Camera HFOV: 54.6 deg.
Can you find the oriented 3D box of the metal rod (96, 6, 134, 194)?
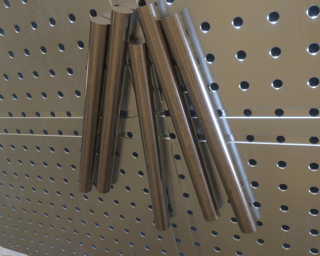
[{"bbox_3d":[-0.069,-0.016,0.439,0.025,0.025,0.298,23,127,14],"label":"metal rod"}]

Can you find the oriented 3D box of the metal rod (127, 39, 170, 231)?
[{"bbox_3d":[-0.011,0.029,0.435,0.025,0.025,0.298,8,122,24],"label":"metal rod"}]

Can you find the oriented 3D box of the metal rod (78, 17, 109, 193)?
[{"bbox_3d":[-0.101,-0.012,0.457,0.025,0.025,0.298,24,127,13],"label":"metal rod"}]

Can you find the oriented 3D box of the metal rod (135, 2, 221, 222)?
[{"bbox_3d":[0.030,-0.003,0.394,0.025,0.025,0.299,-5,116,31],"label":"metal rod"}]

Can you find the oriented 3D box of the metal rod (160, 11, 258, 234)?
[{"bbox_3d":[0.068,0.009,0.381,0.025,0.025,0.299,-10,113,33],"label":"metal rod"}]
